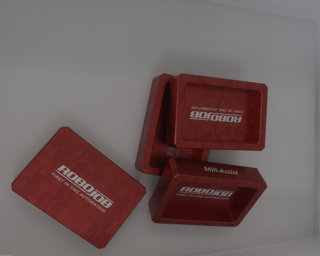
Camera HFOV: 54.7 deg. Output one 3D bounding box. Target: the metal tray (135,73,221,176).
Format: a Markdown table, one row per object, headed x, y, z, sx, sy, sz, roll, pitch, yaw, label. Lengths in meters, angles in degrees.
| x | y | z | sx | sy | sz | roll | pitch | yaw | label |
| --- | --- | --- | --- | --- | --- | --- | --- | --- | --- |
| 0.025 | 0.001 | 0.416 | 0.091 | 0.030 | 0.129 | 13 | 86 | -20 | metal tray |

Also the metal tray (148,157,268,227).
| x | y | z | sx | sy | sz | roll | pitch | yaw | label |
| --- | --- | --- | --- | --- | --- | --- | --- | --- | --- |
| 0.061 | 0.087 | 0.404 | 0.131 | 0.030 | 0.089 | 9 | 125 | -20 | metal tray |

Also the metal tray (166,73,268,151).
| x | y | z | sx | sy | sz | roll | pitch | yaw | label |
| --- | --- | --- | --- | --- | --- | --- | --- | --- | --- |
| 0.076 | -0.017 | 0.403 | 0.131 | 0.030 | 0.089 | 3 | 89 | -20 | metal tray |

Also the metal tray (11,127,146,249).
| x | y | z | sx | sy | sz | roll | pitch | yaw | label |
| --- | --- | --- | --- | --- | --- | --- | --- | --- | --- |
| -0.094 | 0.071 | 0.373 | 0.130 | 0.030 | 0.090 | 41 | 77 | -16 | metal tray |
